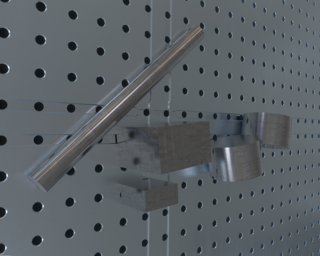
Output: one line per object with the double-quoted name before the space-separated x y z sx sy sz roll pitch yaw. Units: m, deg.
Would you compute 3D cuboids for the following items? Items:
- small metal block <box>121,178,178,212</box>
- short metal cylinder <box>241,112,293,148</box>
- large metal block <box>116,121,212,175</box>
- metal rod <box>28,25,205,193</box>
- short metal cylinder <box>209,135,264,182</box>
"small metal block" -0.013 0.081 0.382 0.050 0.050 0.025 -3 92 -40
"short metal cylinder" 0.179 0.006 0.524 0.081 0.080 0.050 13 82 -39
"large metal block" 0.004 0.020 0.377 0.081 0.080 0.050 -7 95 -40
"metal rod" -0.034 -0.042 0.381 0.301 0.025 0.025 -48 119 -29
"short metal cylinder" 0.113 0.044 0.468 0.081 0.080 0.050 -16 101 -39
